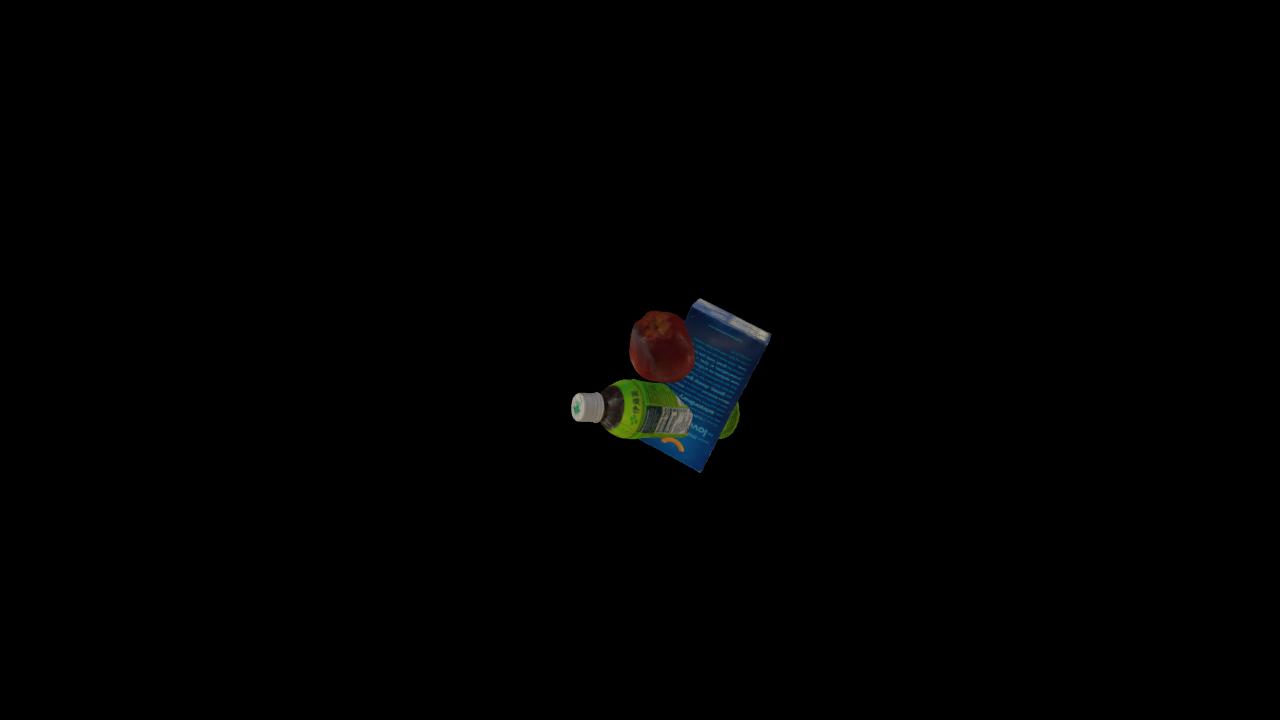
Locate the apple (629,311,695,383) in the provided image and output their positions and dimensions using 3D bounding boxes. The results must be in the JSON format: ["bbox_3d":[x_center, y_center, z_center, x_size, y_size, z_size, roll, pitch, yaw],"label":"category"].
[{"bbox_3d":[0.027,-0.013,0.689,0.079,0.079,0.093,0,-34,11],"label":"apple"}]

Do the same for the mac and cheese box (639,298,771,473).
[{"bbox_3d":[0.069,0.032,0.705,0.093,0.184,0.041,27,28,8],"label":"mac and cheese box"}]

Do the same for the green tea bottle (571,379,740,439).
[{"bbox_3d":[0.020,0.057,0.711,0.212,0.073,0.073,7,-4,-37],"label":"green tea bottle"}]
